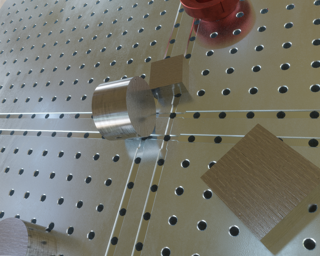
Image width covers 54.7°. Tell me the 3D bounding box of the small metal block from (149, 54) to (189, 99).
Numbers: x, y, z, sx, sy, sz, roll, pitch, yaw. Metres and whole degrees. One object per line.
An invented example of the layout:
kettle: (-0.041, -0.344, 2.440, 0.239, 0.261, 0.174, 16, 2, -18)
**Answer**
small metal block: (0.014, -0.073, 0.446, 0.050, 0.025, 0.050, -10, 57, 22)

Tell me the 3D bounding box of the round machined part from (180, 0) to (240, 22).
round machined part: (0.083, -0.205, 0.480, 0.098, 0.042, 0.098, -13, 56, 21)

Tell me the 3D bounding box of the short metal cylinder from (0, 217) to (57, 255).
short metal cylinder: (-0.179, 0.159, 0.389, 0.080, 0.050, 0.080, -13, 56, 21)

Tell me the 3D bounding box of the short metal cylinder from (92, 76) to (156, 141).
short metal cylinder: (-0.045, -0.025, 0.412, 0.050, 0.080, 0.080, -7, 59, 25)

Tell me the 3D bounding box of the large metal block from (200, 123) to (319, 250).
large metal block: (0.102, 0.056, 0.304, 0.080, 0.050, 0.080, -43, 51, -2)
